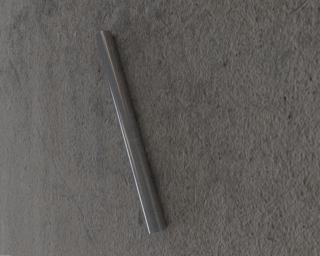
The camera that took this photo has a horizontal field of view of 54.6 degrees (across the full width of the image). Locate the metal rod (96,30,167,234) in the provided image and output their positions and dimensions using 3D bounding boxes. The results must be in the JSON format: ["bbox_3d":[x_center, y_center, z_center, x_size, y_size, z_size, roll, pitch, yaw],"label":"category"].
[{"bbox_3d":[-0.045,-0.004,0.443,0.025,0.025,0.299,-27,73,37],"label":"metal rod"}]
